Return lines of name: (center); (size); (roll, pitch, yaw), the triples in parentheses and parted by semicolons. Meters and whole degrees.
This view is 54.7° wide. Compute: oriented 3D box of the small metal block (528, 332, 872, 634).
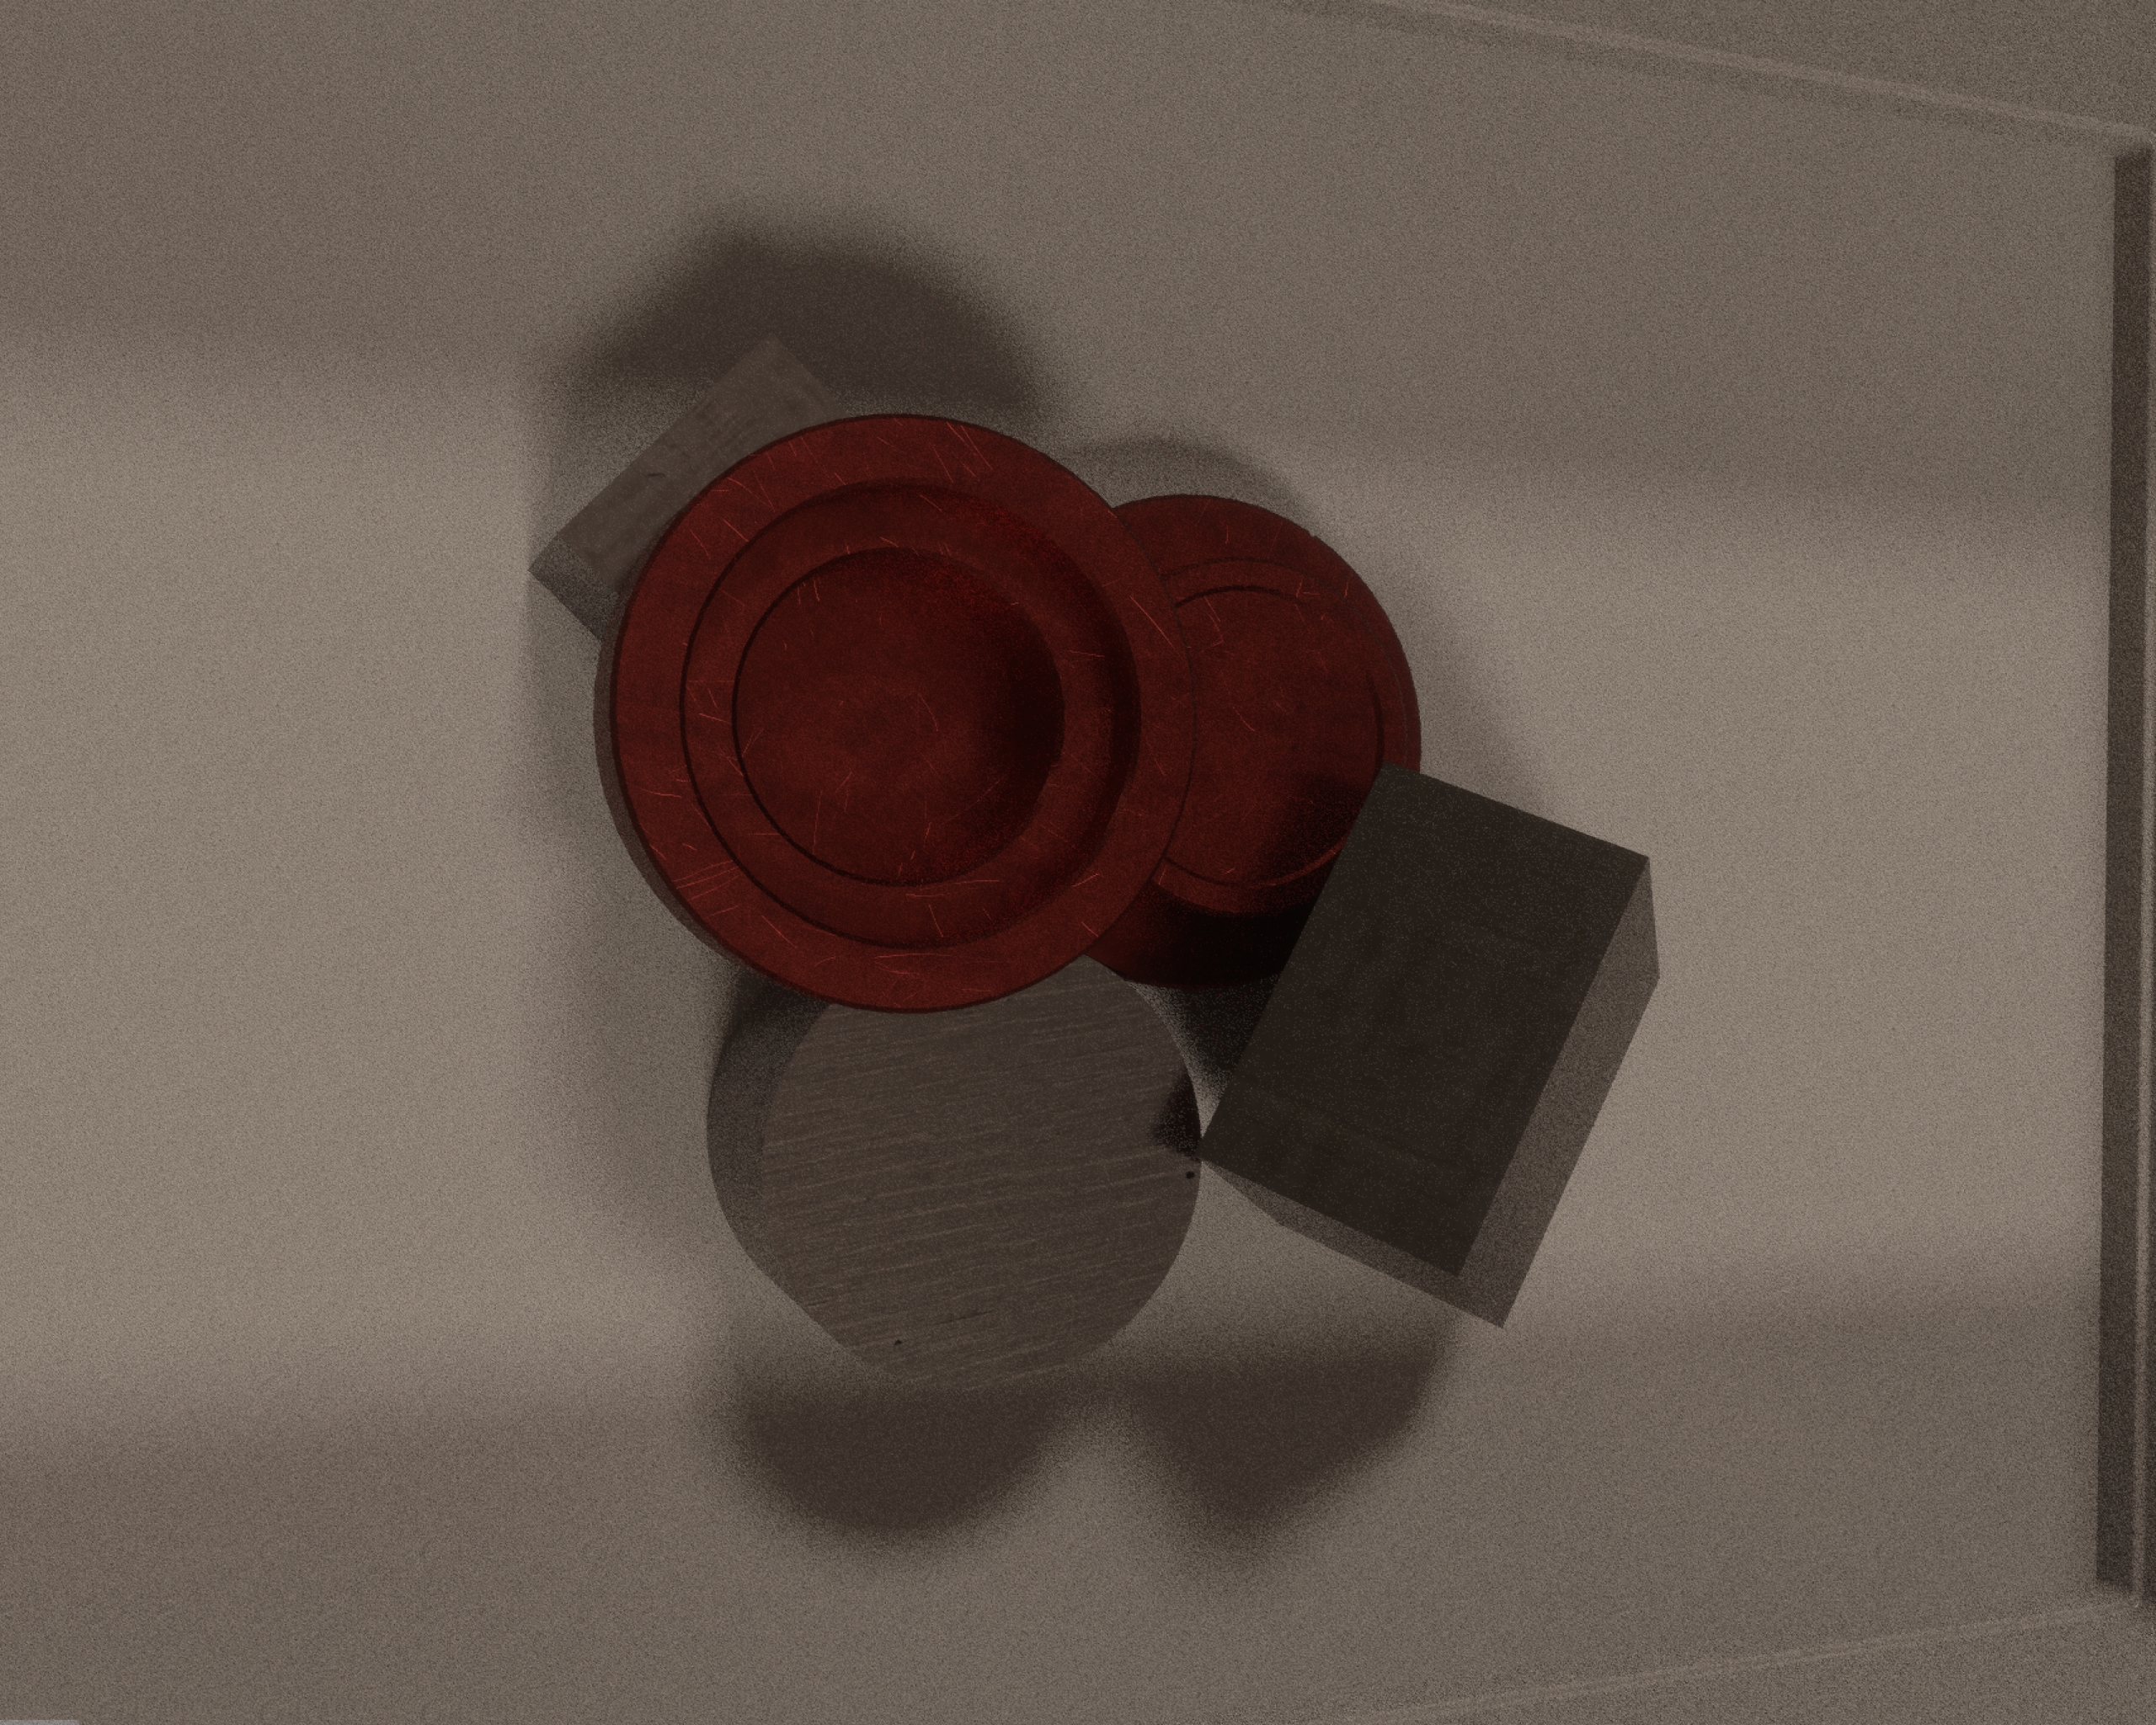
small metal block: (-0.068, -0.063, 0.370); (0.025, 0.050, 0.050); (46, 76, -15)

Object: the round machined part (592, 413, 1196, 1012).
round machined part: (-0.033, -0.024, 0.357); (0.099, 0.042, 0.097); (0, 90, -21)

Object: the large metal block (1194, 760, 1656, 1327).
large metal block: (0.071, 0.038, 0.400); (0.050, 0.080, 0.080); (23, 79, 22)

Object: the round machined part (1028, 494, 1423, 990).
round machined part: (0.025, -0.024, 0.408); (0.099, 0.042, 0.097); (0, 90, -21)

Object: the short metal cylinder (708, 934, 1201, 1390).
short metal cylinder: (-0.024, 0.052, 0.388); (0.081, 0.050, 0.079); (0, 90, -21)
